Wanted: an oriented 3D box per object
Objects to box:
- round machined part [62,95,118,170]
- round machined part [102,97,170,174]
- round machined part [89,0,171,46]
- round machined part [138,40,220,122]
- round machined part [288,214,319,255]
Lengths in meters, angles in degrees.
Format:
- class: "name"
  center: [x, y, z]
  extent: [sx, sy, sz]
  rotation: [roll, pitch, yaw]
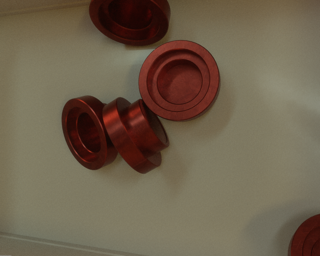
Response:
- class: "round machined part"
  center: [-0.087, 0.004, 0.416]
  extent: [0.098, 0.042, 0.097]
  rotation: [19, 119, 38]
- class: "round machined part"
  center: [-0.023, 0.003, 0.379]
  extent: [0.042, 0.098, 0.098]
  rotation: [-31, 80, 12]
- class: "round machined part"
  center: [-0.035, -0.150, 0.388]
  extent: [0.098, 0.098, 0.042]
  rotation: [1, 67, 19]
- class: "round machined part"
  center: [0.026, -0.056, 0.388]
  extent: [0.098, 0.042, 0.097]
  rotation: [-1, 86, 15]
- class: "round machined part"
  center: [0.185, 0.142, 0.321]
  extent: [0.099, 0.042, 0.098]
  rotation: [-5, 55, 7]
